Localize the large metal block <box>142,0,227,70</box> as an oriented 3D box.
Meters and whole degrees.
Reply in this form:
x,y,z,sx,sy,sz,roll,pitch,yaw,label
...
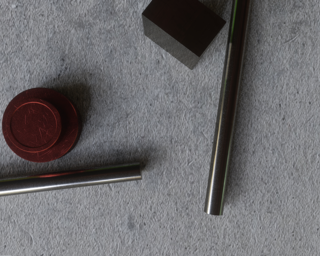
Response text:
x,y,z,sx,sy,sz,roll,pitch,yaw,label
0.027,-0.122,0.383,0.080,0.080,0.050,37,90,-1,large metal block

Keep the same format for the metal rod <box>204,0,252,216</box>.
x,y,z,sx,sy,sz,roll,pitch,yaw,label
0.091,-0.035,0.411,0.025,0.025,0.298,8,90,-1,metal rod

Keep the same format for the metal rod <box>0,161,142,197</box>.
x,y,z,sx,sy,sz,roll,pitch,yaw,label
-0.175,0.074,0.407,0.302,0.025,0.025,-7,90,-1,metal rod

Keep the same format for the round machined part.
x,y,z,sx,sy,sz,roll,pitch,yaw,label
-0.155,-0.004,0.399,0.099,0.042,0.097,0,90,-1,round machined part
